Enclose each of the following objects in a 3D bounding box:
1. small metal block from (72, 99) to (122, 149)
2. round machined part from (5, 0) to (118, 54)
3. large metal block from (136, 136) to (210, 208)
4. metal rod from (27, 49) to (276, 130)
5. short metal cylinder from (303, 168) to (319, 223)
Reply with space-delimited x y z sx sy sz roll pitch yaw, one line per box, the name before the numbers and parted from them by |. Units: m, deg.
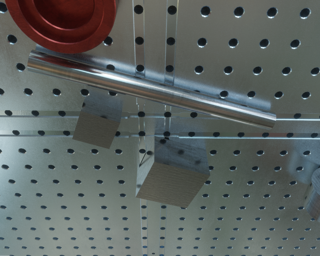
small metal block | -0.083 -0.004 0.407 0.050 0.025 0.050 17 128 -15
round machined part | -0.089 -0.124 0.293 0.099 0.042 0.097 -1 130 0
large metal block | 0.016 0.066 0.452 0.081 0.050 0.079 16 128 -14
metal rod | 0.001 -0.042 0.375 0.302 0.025 0.025 13 129 -12
short metal cylinder | 0.266 0.103 0.468 0.081 0.080 0.050 -2 130 1
